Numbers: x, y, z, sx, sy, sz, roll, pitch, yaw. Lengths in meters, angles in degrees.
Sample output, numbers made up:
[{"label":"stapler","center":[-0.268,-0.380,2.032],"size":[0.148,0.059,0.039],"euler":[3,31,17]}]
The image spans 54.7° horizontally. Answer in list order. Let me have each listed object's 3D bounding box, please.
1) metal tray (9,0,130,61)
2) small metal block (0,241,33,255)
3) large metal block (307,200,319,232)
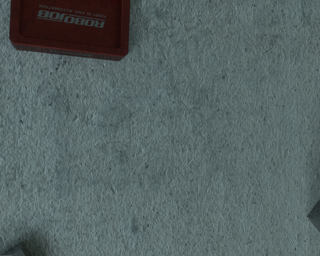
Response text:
[{"label":"metal tray","center":[-0.103,-0.133,0.367],"size":[0.131,0.030,0.089],"euler":[2,89,-20]},{"label":"small metal block","center":[-0.166,0.167,0.348],"size":[0.050,0.025,0.050],"euler":[-31,100,-17]},{"label":"large metal block","center":[0.301,0.138,0.491],"size":[0.080,0.080,0.050],"euler":[-44,104,-15]}]
